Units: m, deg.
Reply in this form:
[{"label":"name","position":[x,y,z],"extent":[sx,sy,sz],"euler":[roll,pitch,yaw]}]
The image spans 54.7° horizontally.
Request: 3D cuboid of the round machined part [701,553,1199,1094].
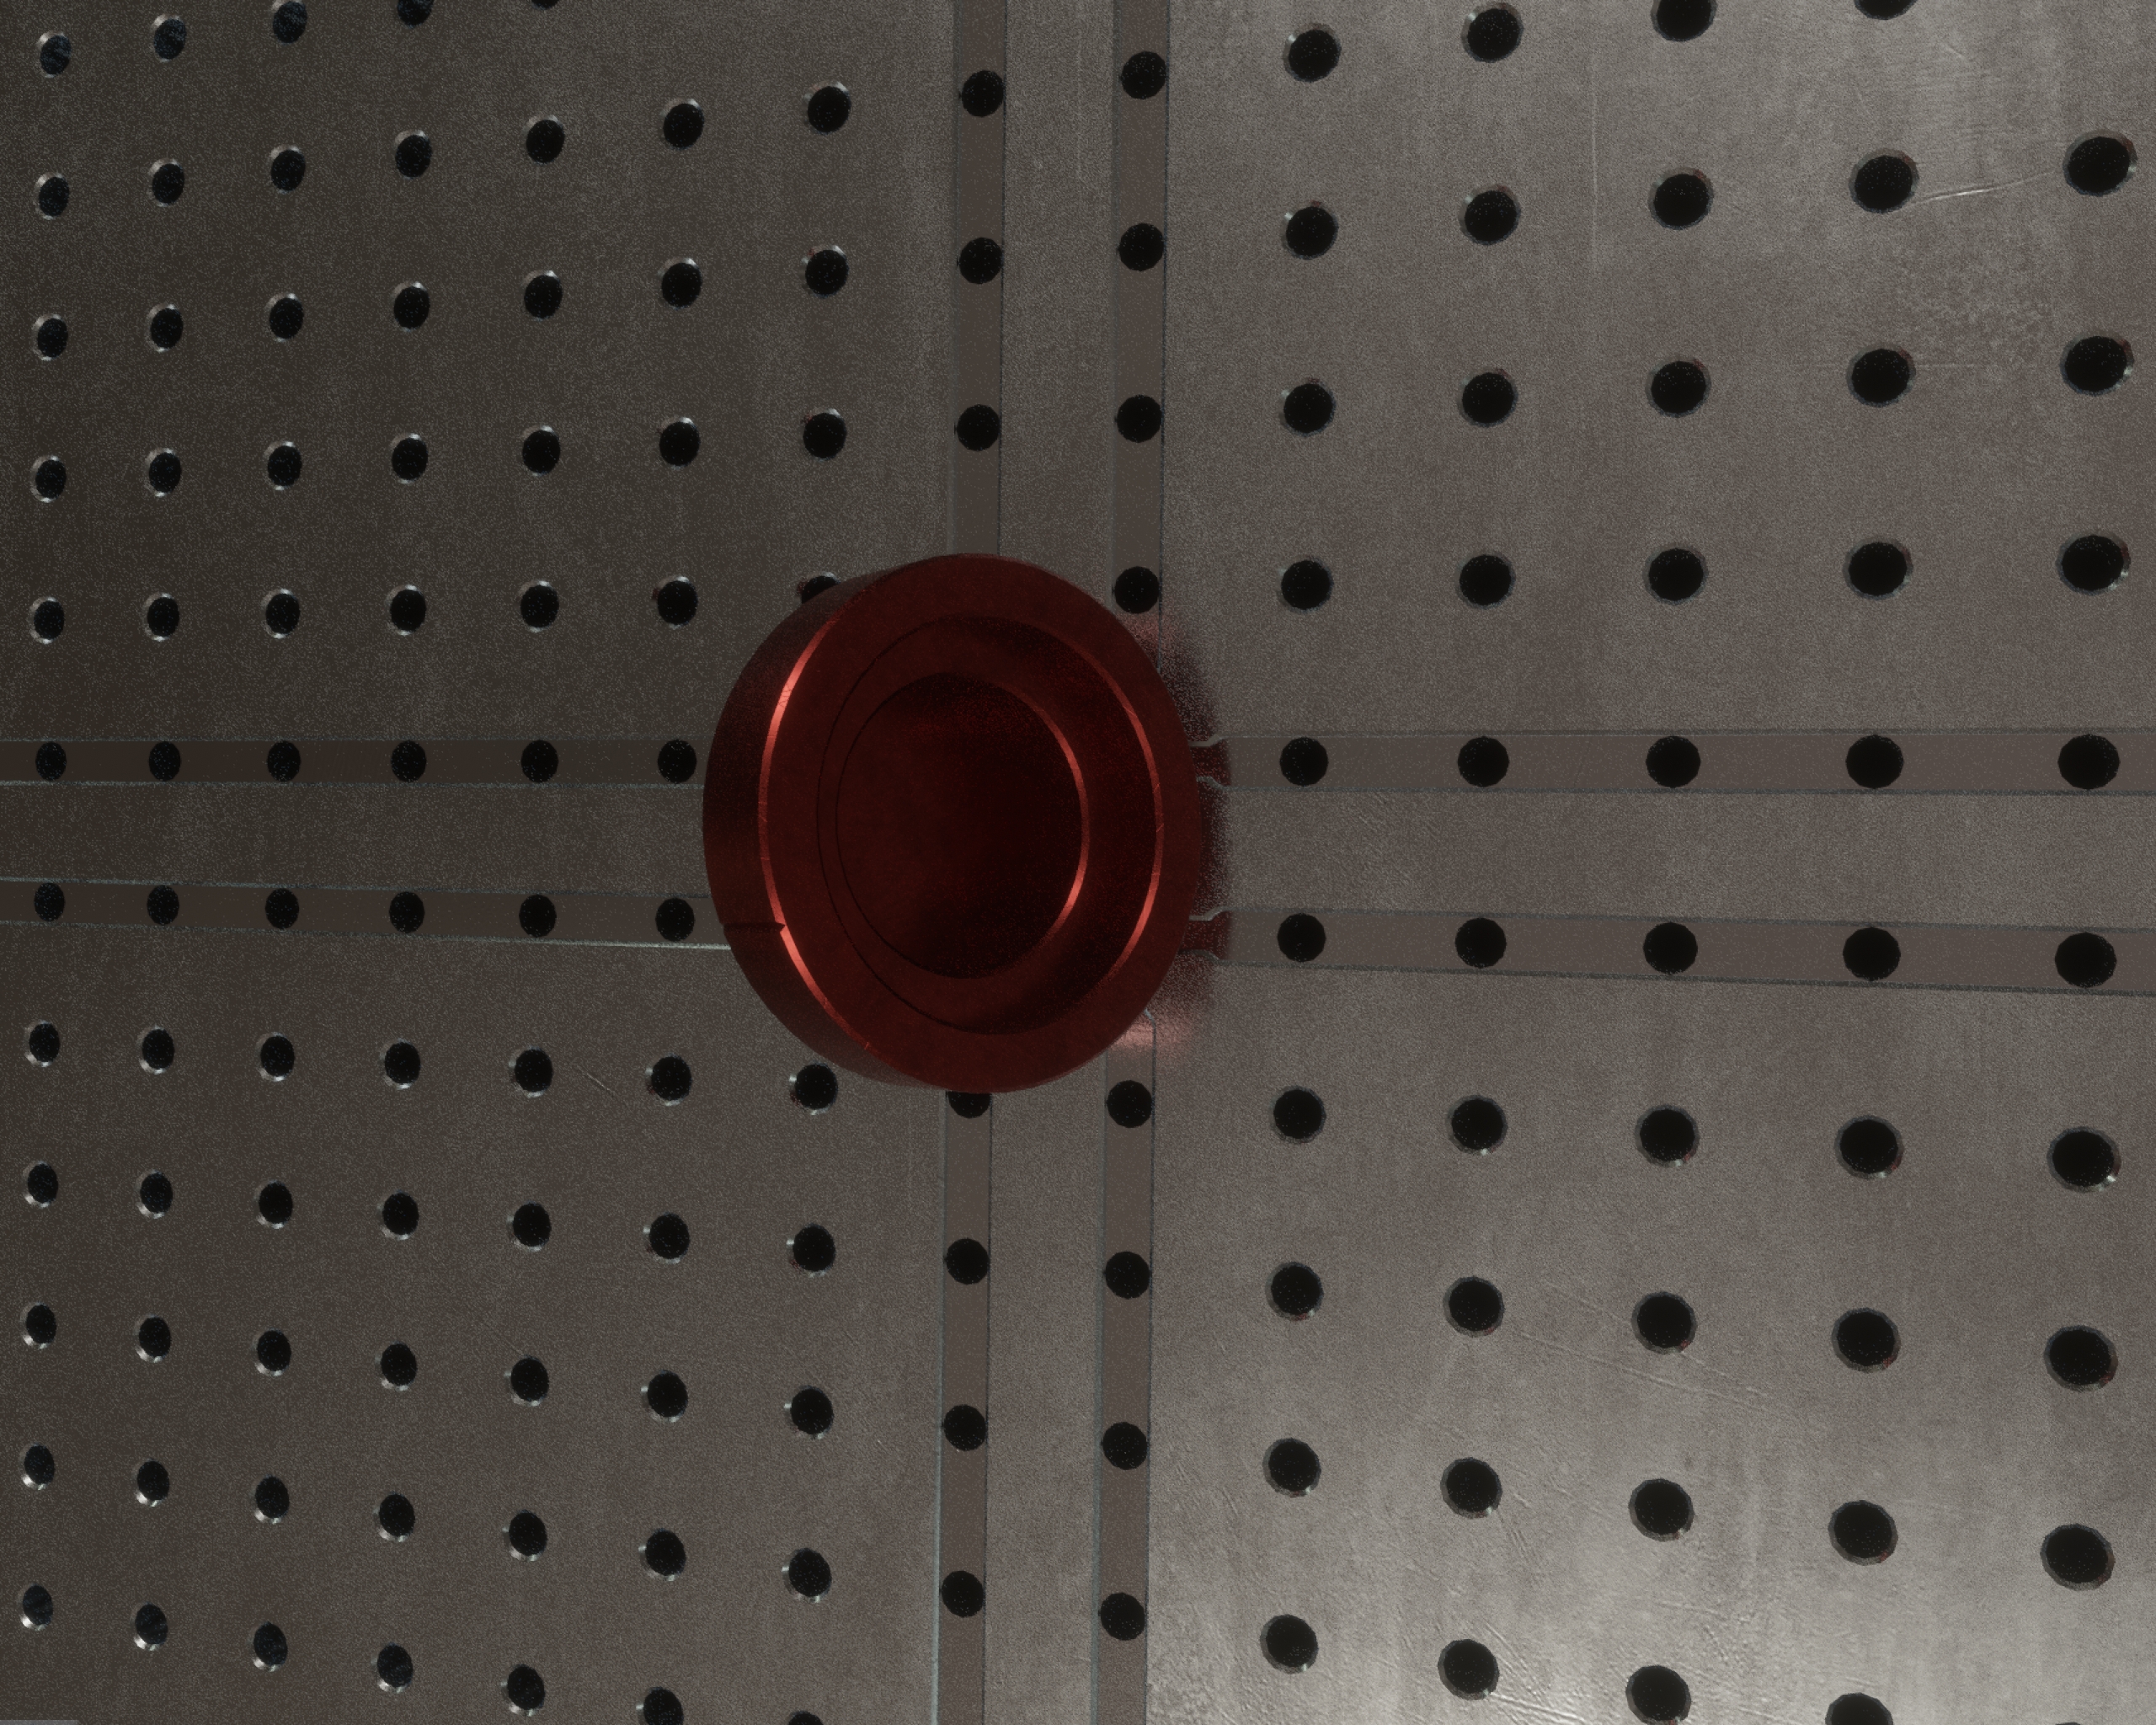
[{"label":"round machined part","position":[-0.027,-0.007,0.392],"extent":[0.042,0.099,0.097],"euler":[-3,89,51]}]
